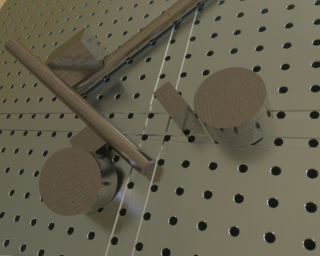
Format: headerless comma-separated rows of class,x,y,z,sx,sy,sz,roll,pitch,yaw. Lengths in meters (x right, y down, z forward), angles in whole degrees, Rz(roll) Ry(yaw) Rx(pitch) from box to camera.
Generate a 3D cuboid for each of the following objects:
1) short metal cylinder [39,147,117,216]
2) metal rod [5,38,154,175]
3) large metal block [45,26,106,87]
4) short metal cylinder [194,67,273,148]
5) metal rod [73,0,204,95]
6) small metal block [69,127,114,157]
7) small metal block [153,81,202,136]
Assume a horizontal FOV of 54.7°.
short metal cylinder,-0.101,0.067,0.388,0.080,0.050,0.080,-3,78,13
metal rod,-0.125,-0.041,0.439,0.300,0.025,0.025,40,84,20
large metal block,-0.142,-0.116,0.517,0.080,0.050,0.080,-31,30,14
short metal cylinder,0.086,-0.024,0.362,0.080,0.050,0.080,-13,56,21
metal rod,-0.021,-0.154,0.514,0.300,0.025,0.025,-37,51,3
small metal block,-0.096,0.024,0.444,0.050,0.025,0.050,-38,51,2
small metal block,0.022,-0.024,0.395,0.025,0.050,0.050,-37,51,4
